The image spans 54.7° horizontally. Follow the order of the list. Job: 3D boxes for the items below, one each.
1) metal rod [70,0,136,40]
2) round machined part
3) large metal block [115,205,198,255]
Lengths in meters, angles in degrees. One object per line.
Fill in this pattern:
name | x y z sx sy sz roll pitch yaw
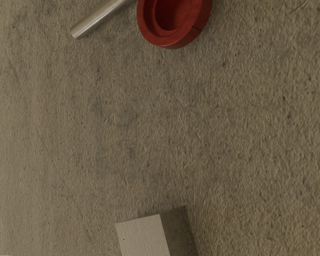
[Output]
metal rod | -0.028 -0.197 0.428 0.299 0.025 0.025 -18 78 38
round machined part | 0.022 -0.144 0.376 0.098 0.042 0.097 0 90 40
large metal block | -0.003 0.150 0.392 0.080 0.050 0.080 -24 75 37
